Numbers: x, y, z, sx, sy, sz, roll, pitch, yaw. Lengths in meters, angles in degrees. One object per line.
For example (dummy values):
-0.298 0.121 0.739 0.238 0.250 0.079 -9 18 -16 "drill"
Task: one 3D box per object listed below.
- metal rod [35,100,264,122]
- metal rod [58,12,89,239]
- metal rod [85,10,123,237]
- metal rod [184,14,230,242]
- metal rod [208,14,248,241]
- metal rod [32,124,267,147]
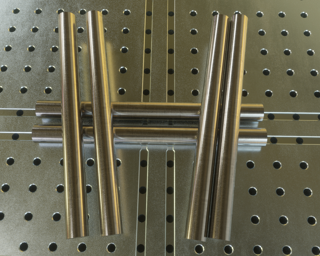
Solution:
-0.014 -0.023 0.421 0.302 0.025 0.025 1 70 0 "metal rod"
-0.112 -0.018 0.392 0.025 0.025 0.299 -8 70 -3 "metal rod"
-0.074 -0.021 0.393 0.025 0.025 0.299 -7 70 -3 "metal rod"
0.063 -0.015 0.392 0.025 0.025 0.299 9 70 3 "metal rod"
0.089 -0.016 0.392 0.025 0.025 0.299 9 70 3 "metal rod"
-0.013 0.010 0.409 0.302 0.025 0.025 1 70 0 "metal rod"
